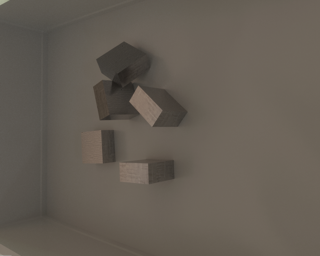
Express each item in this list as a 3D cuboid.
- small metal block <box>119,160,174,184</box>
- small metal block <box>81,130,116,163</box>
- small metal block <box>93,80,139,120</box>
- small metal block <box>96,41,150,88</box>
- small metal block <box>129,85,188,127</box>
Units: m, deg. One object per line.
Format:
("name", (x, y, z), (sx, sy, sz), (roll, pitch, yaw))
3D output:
("small metal block", (-0.017, 0.056, 0.405), (0.050, 0.050, 0.025), (-3, 88, 40))
("small metal block", (-0.098, 0.030, 0.488), (0.050, 0.025, 0.050), (-6, 86, 40))
("small metal block", (-0.062, -0.039, 0.440), (0.025, 0.050, 0.050), (-24, 75, 45))
("small metal block", (-0.051, -0.089, 0.430), (0.050, 0.050, 0.025), (36, 155, 34))
("small metal block", (-0.002, -0.027, 0.392), (0.050, 0.050, 0.025), (47, 118, 29))
